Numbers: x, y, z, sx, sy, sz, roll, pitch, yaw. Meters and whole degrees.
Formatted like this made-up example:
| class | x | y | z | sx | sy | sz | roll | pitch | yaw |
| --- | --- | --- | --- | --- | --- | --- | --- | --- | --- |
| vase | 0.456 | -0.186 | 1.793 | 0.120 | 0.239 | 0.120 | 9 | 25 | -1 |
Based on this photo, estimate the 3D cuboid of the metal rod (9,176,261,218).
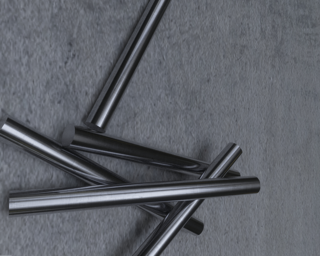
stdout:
| class | x | y | z | sx | sy | sz | roll | pitch | yaw |
| --- | --- | --- | --- | --- | --- | --- | --- | --- | --- |
| metal rod | -0.006 | 0.075 | 0.357 | 0.303 | 0.025 | 0.025 | 1 | 89 | -27 |

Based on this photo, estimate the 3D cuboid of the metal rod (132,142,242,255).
| class | x | y | z | sx | sy | sz | roll | pitch | yaw |
| --- | --- | --- | --- | --- | --- | --- | --- | --- | --- |
| metal rod | 0.014 | 0.122 | 0.385 | 0.301 | 0.025 | 0.025 | -43 | 117 | -28 |

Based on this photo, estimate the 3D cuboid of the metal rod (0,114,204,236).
| class | x | y | z | sx | sy | sz | roll | pitch | yaw |
| --- | --- | --- | --- | --- | --- | --- | --- | --- | --- |
| metal rod | -0.046 | 0.071 | 0.367 | 0.301 | 0.025 | 0.025 | 36 | 68 | -34 |

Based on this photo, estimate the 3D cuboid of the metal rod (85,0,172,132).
| class | x | y | z | sx | sy | sz | roll | pitch | yaw |
| --- | --- | --- | --- | --- | --- | --- | --- | --- | --- |
| metal rod | -0.015 | -0.130 | 0.393 | 0.025 | 0.025 | 0.300 | 37 | 67 | -34 |

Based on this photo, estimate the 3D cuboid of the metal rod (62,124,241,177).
| class | x | y | z | sx | sy | sz | roll | pitch | yaw |
| --- | --- | --- | --- | --- | --- | --- | --- | --- | --- |
| metal rod | 0.015 | 0.044 | 0.410 | 0.302 | 0.025 | 0.025 | 19 | 78 | -42 |
